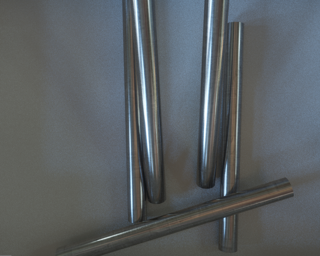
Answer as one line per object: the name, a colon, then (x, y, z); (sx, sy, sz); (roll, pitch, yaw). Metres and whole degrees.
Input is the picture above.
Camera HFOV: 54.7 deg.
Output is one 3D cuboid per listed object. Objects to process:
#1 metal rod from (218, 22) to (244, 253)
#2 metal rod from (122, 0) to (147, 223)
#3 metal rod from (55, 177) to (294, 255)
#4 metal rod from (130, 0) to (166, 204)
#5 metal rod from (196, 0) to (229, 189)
metal rod: (0.095, 0.012, 0.411); (0.025, 0.025, 0.298); (2, 90, 0)
metal rod: (-0.034, -0.027, 0.410); (0.025, 0.025, 0.298); (-2, 90, 0)
metal rod: (0.016, 0.119, 0.389); (0.301, 0.025, 0.025); (-18, 90, 2)
metal rod: (-0.012, -0.042, 0.353); (0.025, 0.025, 0.298); (-4, 114, 0)
metal rod: (0.059, -0.061, 0.349); (0.025, 0.025, 0.298); (-1, 116, 0)
